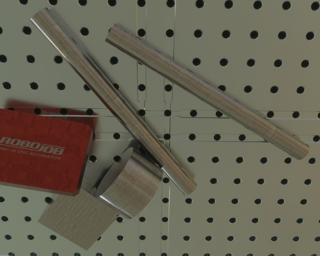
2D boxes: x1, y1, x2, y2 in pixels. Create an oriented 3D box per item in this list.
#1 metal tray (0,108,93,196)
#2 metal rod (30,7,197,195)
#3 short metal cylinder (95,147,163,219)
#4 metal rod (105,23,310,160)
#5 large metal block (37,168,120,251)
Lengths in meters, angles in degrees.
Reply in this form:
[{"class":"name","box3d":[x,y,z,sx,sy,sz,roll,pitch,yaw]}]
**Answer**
[{"class":"metal tray","box3d":[-0.159,0.030,0.391,0.131,0.030,0.090,10,67,-5]},{"class":"metal rod","box3d":[-0.049,-0.023,0.404,0.025,0.025,0.300,-36,107,12]},{"class":"short metal cylinder","box3d":[-0.041,0.072,0.410,0.050,0.080,0.080,39,105,-12]},{"class":"metal rod","box3d":[0.069,-0.041,0.399,0.301,0.025,0.025,30,107,-11]},{"class":"large metal block","box3d":[-0.109,0.112,0.440,0.080,0.050,0.080,37,106,-13]}]
